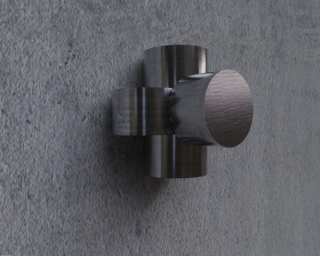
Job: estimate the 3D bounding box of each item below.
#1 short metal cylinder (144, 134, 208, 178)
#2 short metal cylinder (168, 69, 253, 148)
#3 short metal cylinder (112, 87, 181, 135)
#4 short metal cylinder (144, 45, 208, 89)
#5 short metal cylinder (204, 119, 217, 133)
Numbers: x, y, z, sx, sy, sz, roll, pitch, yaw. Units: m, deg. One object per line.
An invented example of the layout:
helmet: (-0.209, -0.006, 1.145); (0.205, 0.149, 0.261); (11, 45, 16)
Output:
short metal cylinder: (0.020, 0.032, 0.389); (0.081, 0.080, 0.050); (0, 91, -40)
short metal cylinder: (0.056, -0.020, 0.334); (0.081, 0.050, 0.079); (0, 90, -40)
short metal cylinder: (-0.015, -0.018, 0.360); (0.081, 0.080, 0.050); (-2, 91, -40)
short metal cylinder: (0.020, -0.070, 0.389); (0.081, 0.080, 0.050); (-2, 92, -40)
short metal cylinder: (0.047, -0.019, 0.412); (0.081, 0.080, 0.050); (-1, 91, -40)
